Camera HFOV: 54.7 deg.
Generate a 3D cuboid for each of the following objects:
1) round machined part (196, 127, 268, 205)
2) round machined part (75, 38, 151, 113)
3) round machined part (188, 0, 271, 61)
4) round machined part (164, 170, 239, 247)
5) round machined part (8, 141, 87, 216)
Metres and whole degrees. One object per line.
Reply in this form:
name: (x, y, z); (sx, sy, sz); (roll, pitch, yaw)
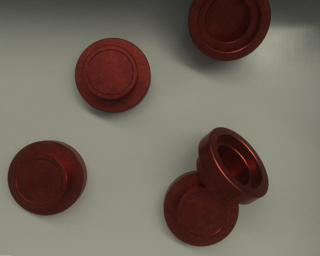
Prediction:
round machined part: (0.085, 0.050, 0.386); (0.098, 0.098, 0.042); (46, 126, 0)
round machined part: (-0.061, -0.069, 0.402); (0.099, 0.042, 0.097); (0, 90, -1)
round machined part: (0.085, -0.138, 0.391); (0.099, 0.042, 0.097); (1, 117, 1)
round machined part: (0.054, 0.107, 0.404); (0.099, 0.042, 0.097); (0, 90, -1)
round machined part: (-0.149, 0.065, 0.401); (0.099, 0.042, 0.097); (0, 90, -1)
